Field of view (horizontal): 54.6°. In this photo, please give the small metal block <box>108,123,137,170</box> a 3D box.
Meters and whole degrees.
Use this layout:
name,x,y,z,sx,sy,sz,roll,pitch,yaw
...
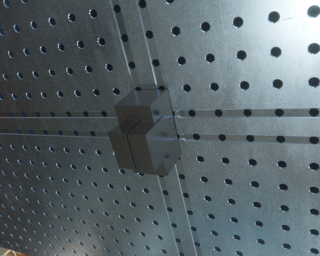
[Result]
name,x,y,z,sx,sy,sz,roll,pitch,yaw
small metal block,-0.035,0.017,0.392,0.025,0.050,0.050,2,119,27

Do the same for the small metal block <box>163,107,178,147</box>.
name,x,y,z,sx,sy,sz,roll,pitch,yaw
small metal block,-0.008,-0.001,0.415,0.050,0.025,0.050,2,120,28

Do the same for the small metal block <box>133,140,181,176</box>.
name,x,y,z,sx,sy,sz,roll,pitch,yaw
small metal block,-0.005,0.038,0.421,0.050,0.050,0.025,2,119,27

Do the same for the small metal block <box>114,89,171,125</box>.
name,x,y,z,sx,sy,sz,roll,pitch,yaw
small metal block,-0.021,-0.027,0.389,0.050,0.050,0.025,2,120,27

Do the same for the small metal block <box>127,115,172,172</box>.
name,x,y,z,sx,sy,sz,roll,pitch,yaw
small metal block,-0.011,0.017,0.380,0.025,0.050,0.050,3,120,28
